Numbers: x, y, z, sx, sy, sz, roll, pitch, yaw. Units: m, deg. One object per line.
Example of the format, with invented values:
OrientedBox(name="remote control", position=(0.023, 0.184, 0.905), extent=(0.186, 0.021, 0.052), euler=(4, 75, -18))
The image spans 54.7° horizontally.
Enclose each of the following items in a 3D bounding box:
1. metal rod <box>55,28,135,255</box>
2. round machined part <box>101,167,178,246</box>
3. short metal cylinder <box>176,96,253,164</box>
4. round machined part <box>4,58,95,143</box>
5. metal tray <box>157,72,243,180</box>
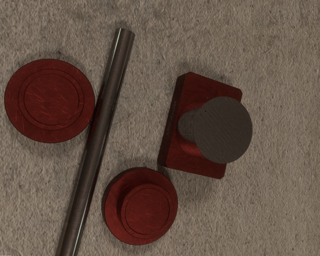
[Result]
OrientedBox(name="metal rod", position=(-0.079, 0.023, 0.380), extent=(0.025, 0.025, 0.299), euler=(16, 85, -20))
OrientedBox(name="round machined part", position=(-0.022, 0.101, 0.393), extent=(0.099, 0.042, 0.097), euler=(0, 90, -21))
OrientedBox(name="short metal cylinder", position=(0.067, 0.002, 0.389), extent=(0.081, 0.050, 0.079), euler=(0, 90, -20))
OrientedBox(name="round machined part", position=(-0.124, -0.031, 0.355), extent=(0.099, 0.042, 0.097), euler=(0, 90, -21))
OrientedBox(name="metal tray", position=(0.056, -0.002, 0.429), extent=(0.091, 0.030, 0.129), euler=(15, 85, -20))
